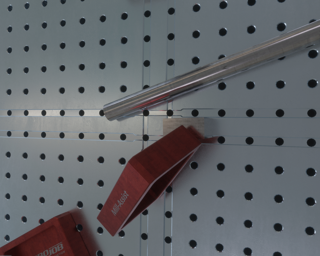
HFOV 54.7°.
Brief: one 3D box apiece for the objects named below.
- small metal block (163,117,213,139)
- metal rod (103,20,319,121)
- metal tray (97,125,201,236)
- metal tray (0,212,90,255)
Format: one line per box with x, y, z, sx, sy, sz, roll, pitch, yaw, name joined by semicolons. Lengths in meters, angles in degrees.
0.036;0.000;0.387;0.050;0.050;0.025;-1;90;20;small metal block
0.062;-0.068;0.390;0.300;0.025;0.025;-19;84;18;metal rod
-0.014;0.062;0.354;0.030;0.091;0.129;44;134;14;metal tray
-0.176;0.197;0.471;0.130;0.030;0.090;-31;80;17;metal tray
